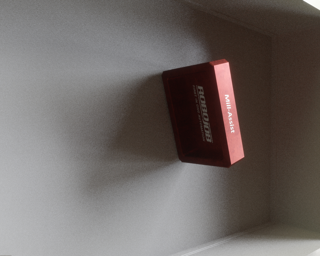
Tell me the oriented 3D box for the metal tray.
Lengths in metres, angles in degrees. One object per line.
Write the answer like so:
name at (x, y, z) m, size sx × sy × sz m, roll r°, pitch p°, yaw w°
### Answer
metal tray at (0.054, -0.017, 0.405) m, size 0.030 × 0.090 × 0.129 m, roll -21°, pitch 104°, yaw -39°
